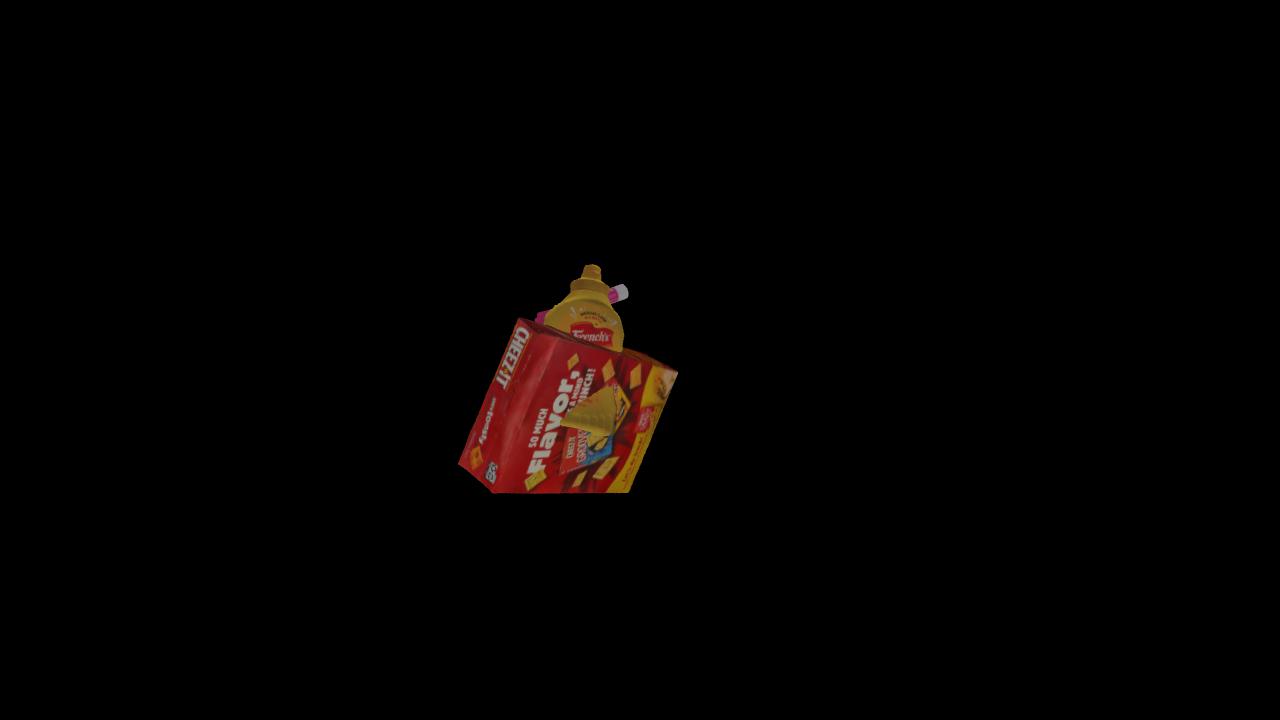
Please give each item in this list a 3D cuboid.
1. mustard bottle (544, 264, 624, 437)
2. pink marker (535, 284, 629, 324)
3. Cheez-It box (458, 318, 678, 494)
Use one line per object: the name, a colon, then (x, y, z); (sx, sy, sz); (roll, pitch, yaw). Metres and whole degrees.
mustard bottle: (-0.062, -0.016, 0.656); (0.092, 0.184, 0.054); (12, -16, -20)
pink marker: (-0.067, -0.062, 0.708); (0.121, 0.020, 0.020); (-23, 12, -30)
Cheez-It box: (-0.067, 0.060, 0.675); (0.071, 0.166, 0.223); (26, 7, 36)
